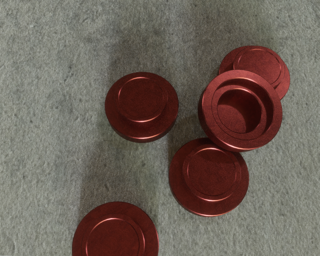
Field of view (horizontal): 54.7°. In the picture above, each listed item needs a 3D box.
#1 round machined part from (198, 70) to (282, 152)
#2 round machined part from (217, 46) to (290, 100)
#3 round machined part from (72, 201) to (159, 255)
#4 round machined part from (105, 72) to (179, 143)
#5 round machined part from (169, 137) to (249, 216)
[{"bbox_3d":[0.094,-0.018,0.379,0.099,0.042,0.098,2,76,-9],"label":"round machined part"},{"bbox_3d":[0.131,-0.073,0.428,0.099,0.042,0.098,0,70,-1],"label":"round machined part"},{"bbox_3d":[-0.051,0.133,0.350,0.099,0.042,0.098,0,70,-1],"label":"round machined part"},{"bbox_3d":[-0.024,-0.032,0.411,0.099,0.042,0.098,0,70,-1],"label":"round machined part"},{"bbox_3d":[0.060,0.057,0.379,0.099,0.042,0.098,0,70,-1],"label":"round machined part"}]
